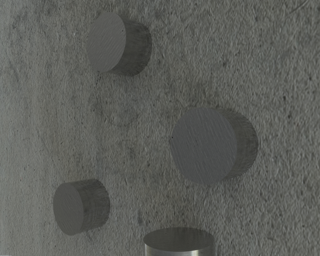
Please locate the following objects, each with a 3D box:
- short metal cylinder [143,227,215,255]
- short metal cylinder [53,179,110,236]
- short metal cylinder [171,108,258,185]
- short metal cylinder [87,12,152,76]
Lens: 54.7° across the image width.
[{"bbox_3d":[0.022,0.150,0.351,0.080,0.081,0.050,-2,89,40],"label":"short metal cylinder"},{"bbox_3d":[-0.125,0.124,0.492,0.080,0.050,0.080,0,90,40],"label":"short metal cylinder"},{"bbox_3d":[0.059,0.018,0.340,0.080,0.050,0.080,0,90,40],"label":"short metal cylinder"},{"bbox_3d":[-0.058,-0.116,0.436,0.080,0.050,0.080,0,90,40],"label":"short metal cylinder"}]
